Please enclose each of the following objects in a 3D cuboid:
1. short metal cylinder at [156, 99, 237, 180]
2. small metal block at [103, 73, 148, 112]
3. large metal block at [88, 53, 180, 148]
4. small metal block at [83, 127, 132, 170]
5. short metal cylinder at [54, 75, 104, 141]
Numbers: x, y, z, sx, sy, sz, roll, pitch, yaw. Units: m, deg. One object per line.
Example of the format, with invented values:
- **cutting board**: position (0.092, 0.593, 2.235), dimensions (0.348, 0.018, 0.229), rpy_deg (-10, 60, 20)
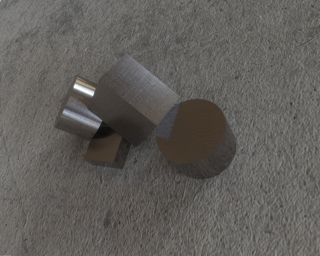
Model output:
- **short metal cylinder**: position (0.043, 0.013, 0.358), dimensions (0.080, 0.050, 0.080), rpy_deg (-13, 56, 20)
- **small metal block**: position (-0.050, -0.052, 0.462), dimensions (0.050, 0.025, 0.050), rpy_deg (-1, 61, 27)
- **large metal block**: position (-0.035, -0.030, 0.382), dimensions (0.080, 0.080, 0.050), rpy_deg (39, 60, -3)
- **small metal block**: position (-0.069, 0.026, 0.423), dimensions (0.050, 0.025, 0.050), rpy_deg (3, 63, 29)
- **short metal cylinder**: position (-0.110, -0.028, 0.439), dimensions (0.080, 0.050, 0.080), rpy_deg (-49, 27, 37)
